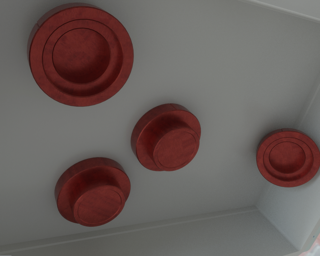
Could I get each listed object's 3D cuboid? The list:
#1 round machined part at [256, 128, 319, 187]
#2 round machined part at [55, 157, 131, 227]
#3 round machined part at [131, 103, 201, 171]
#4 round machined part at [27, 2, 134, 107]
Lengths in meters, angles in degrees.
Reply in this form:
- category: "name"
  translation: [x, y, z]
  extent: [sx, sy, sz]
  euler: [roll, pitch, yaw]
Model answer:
- category: "round machined part"
  translation: [0.214, 0.047, 0.525]
  extent: [0.098, 0.042, 0.097]
  euler: [3, 104, 14]
- category: "round machined part"
  translation: [-0.084, 0.091, 0.409]
  extent: [0.099, 0.042, 0.097]
  euler: [-14, 125, -21]
- category: "round machined part"
  translation: [0.014, 0.019, 0.419]
  extent: [0.099, 0.042, 0.097]
  euler: [-14, 124, -21]
- category: "round machined part"
  translation: [-0.080, -0.074, 0.309]
  extent: [0.099, 0.042, 0.097]
  euler: [-14, 125, -21]
